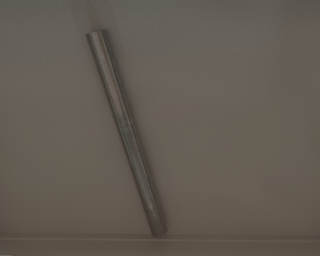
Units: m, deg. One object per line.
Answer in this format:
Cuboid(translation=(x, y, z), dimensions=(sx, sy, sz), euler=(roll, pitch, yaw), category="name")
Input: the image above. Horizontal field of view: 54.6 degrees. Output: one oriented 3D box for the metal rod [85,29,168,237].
Cuboid(translation=(-0.039, 0.021, 0.418), dimensions=(0.025, 0.025, 0.299), euler=(-14, 110, 5), category="metal rod")
